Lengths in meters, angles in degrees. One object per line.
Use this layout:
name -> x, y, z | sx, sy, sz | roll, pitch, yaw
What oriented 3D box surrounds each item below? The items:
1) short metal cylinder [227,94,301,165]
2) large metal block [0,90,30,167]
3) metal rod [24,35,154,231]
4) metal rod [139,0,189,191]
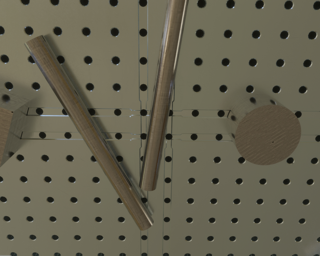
short metal cylinder -> 0.132, 0.001, 0.402 | 0.081, 0.050, 0.079 | 0, 110, 0
large metal block -> -0.225, -0.007, 0.395 | 0.080, 0.050, 0.079 | 20, 109, -8
metal rod -> -0.086, 0.019, 0.419 | 0.025, 0.025, 0.299 | -25, 109, 9
metal rod -> 0.005, -0.055, 0.393 | 0.025, 0.025, 0.298 | 8, 110, -3
